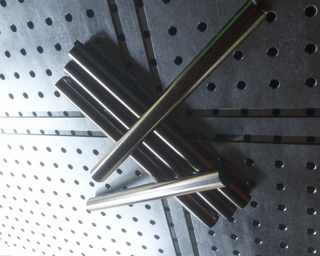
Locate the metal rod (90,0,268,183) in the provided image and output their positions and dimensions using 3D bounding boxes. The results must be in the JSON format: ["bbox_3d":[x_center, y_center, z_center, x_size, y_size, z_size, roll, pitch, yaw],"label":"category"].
[{"bbox_3d":[0.002,-0.023,0.368,0.025,0.025,0.299,44,121,-2],"label":"metal rod"}]

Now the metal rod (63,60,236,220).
[{"bbox_3d":[-0.012,0.016,0.426,0.300,0.025,0.025,43,129,-2],"label":"metal rod"}]

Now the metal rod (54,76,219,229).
[{"bbox_3d":[-0.032,0.036,0.449,0.300,0.025,0.025,43,129,-2],"label":"metal rod"}]

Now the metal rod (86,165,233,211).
[{"bbox_3d":[-0.024,0.096,0.455,0.299,0.025,0.025,-23,106,45],"label":"metal rod"}]

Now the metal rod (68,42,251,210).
[{"bbox_3d":[0.001,-0.002,0.408,0.300,0.025,0.025,42,129,-2],"label":"metal rod"}]
